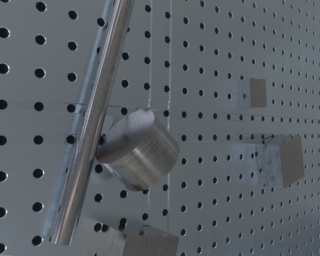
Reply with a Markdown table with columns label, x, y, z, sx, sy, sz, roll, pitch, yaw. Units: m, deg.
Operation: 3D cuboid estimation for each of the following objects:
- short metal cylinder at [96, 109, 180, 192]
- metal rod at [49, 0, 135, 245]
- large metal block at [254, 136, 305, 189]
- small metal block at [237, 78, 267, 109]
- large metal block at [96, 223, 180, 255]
| label | x | y | z | sx | sy | sz | roll | pitch | yaw |
| --- | --- | --- | --- | --- | --- | --- | --- | --- | --- |
| short metal cylinder | -0.025 | 0.025 | 0.353 | 0.050 | 0.080 | 0.080 | 51 | 60 | -28 |
| metal rod | -0.071 | -0.025 | 0.349 | 0.025 | 0.025 | 0.299 | 21 | 77 | -38 |
| large metal block | 0.225 | 0.061 | 0.583 | 0.081 | 0.050 | 0.079 | -14 | 99 | -39 |
| small metal block | 0.162 | -0.060 | 0.546 | 0.050 | 0.025 | 0.050 | -5 | 94 | -40 |
| large metal block | -0.030 | 0.163 | 0.369 | 0.080 | 0.050 | 0.080 | 19 | 78 | -39 |
